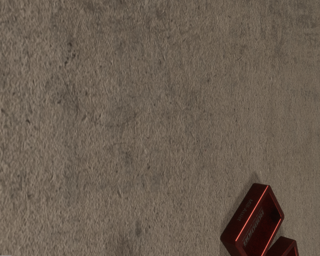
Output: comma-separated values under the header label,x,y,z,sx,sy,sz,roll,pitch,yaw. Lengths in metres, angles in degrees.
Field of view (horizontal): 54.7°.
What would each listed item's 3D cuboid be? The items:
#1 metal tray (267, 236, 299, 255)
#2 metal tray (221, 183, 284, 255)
label,x,y,z,sx,sy,sz,roll,pitch,yaw
metal tray,0.244,0.294,0.610,0.091,0.030,0.129,-26,106,-37
metal tray,0.167,0.173,0.544,0.131,0.030,0.090,-47,118,-30
